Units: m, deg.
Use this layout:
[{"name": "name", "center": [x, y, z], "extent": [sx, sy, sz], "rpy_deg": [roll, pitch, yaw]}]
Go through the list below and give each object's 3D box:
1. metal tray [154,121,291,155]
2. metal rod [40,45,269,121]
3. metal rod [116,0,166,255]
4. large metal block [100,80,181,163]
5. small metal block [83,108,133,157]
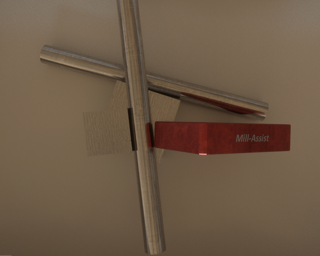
[{"name": "metal tray", "center": [0.071, 0.009, 0.352], "extent": [0.131, 0.090, 0.030], "rpy_deg": [1, 91, -32]}, {"name": "metal rod", "center": [-0.007, -0.060, 0.410], "extent": [0.302, 0.025, 0.025], "rpy_deg": [15, 90, -1]}, {"name": "metal rod", "center": [-0.022, -0.006, 0.360], "extent": [0.025, 0.025, 0.298], "rpy_deg": [-6, 90, 0]}, {"name": "large metal block", "center": [-0.026, -0.008, 0.397], "extent": [0.080, 0.050, 0.080], "rpy_deg": [18, 90, -1]}, {"name": "small metal block", "center": [-0.059, 0.005, 0.359], "extent": [0.050, 0.025, 0.050], "rpy_deg": [-6, 90, -1]}]
